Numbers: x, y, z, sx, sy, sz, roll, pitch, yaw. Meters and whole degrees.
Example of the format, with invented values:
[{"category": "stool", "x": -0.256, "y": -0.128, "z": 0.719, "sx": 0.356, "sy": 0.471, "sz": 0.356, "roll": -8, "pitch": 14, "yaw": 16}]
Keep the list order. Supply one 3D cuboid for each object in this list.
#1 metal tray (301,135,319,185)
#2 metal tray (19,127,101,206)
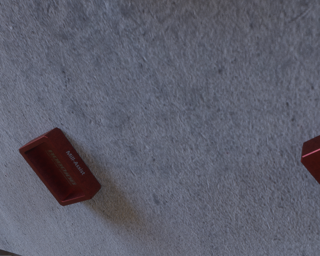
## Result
[{"category": "metal tray", "x": 0.224, "y": 0.053, "z": 0.319, "sx": 0.130, "sy": 0.030, "sz": 0.090, "roll": 48, "pitch": 128, "yaw": -7}, {"category": "metal tray", "x": -0.173, "y": 0.070, "z": 0.535, "sx": 0.090, "sy": 0.030, "sz": 0.130, "roll": -22, "pitch": 107, "yaw": 35}]
